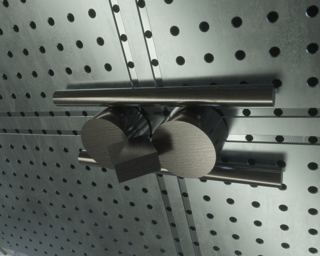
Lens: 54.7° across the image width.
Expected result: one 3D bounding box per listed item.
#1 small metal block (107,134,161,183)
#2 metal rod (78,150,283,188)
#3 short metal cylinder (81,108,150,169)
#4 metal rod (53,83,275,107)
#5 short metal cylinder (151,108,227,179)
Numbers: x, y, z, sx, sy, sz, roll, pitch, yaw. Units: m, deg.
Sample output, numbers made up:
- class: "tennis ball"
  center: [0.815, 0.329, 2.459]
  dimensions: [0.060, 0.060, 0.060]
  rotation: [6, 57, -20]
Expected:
- class: "small metal block"
  center: [-0.032, 0.035, 0.369]
  dimensions: [0.050, 0.050, 0.025]
  rotation: [-16, 116, -12]
- class: "metal rod"
  center: [0.010, 0.053, 0.434]
  dimensions: [0.301, 0.025, 0.025]
  rotation: [2, 120, 27]
- class: "short metal cylinder"
  center: [-0.061, 0.011, 0.429]
  dimensions: [0.080, 0.050, 0.079]
  rotation: [13, 124, 21]
- class: "metal rod"
  center: [-0.015, -0.039, 0.390]
  dimensions: [0.301, 0.025, 0.025]
  rotation: [2, 119, 27]
- class: "short metal cylinder"
  center: [0.036, 0.015, 0.381]
  dimensions: [0.080, 0.050, 0.079]
  rotation: [13, 124, 21]
